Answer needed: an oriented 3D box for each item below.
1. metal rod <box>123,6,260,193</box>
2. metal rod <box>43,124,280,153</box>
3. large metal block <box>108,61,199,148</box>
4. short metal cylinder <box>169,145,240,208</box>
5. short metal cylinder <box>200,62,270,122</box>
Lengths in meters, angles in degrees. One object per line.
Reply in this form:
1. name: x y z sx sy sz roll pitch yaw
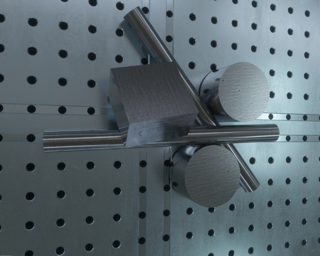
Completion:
1. metal rod: 0.050 -0.030 0.428 0.025 0.025 0.299 -40 103 -16
2. metal rod: 0.013 0.011 0.396 0.302 0.025 0.025 -2 91 -14
3. large metal block: -0.012 -0.030 0.372 0.081 0.050 0.080 -11 59 -19
4. short metal cylinder: 0.059 0.061 0.418 0.081 0.050 0.079 0 90 -20
5. short metal cylinder: 0.104 -0.048 0.434 0.081 0.050 0.079 0 90 -20
